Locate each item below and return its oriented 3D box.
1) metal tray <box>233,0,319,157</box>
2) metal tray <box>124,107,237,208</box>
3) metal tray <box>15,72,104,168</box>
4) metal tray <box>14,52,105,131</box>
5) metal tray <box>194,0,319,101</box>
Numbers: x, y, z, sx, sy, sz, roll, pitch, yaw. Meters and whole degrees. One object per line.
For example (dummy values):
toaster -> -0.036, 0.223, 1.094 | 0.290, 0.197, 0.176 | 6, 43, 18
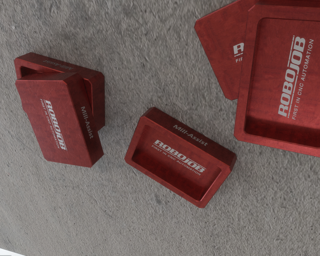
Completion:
metal tray -> 0.119, -0.041, 0.275 | 0.090, 0.030, 0.129 | 12, 124, 21
metal tray -> 0.024, 0.041, 0.416 | 0.130, 0.030, 0.089 | 31, 128, 8
metal tray -> -0.137, -0.010, 0.430 | 0.090, 0.030, 0.129 | 4, 121, 26
metal tray -> -0.144, -0.049, 0.448 | 0.130, 0.030, 0.089 | 18, 126, 17
metal tray -> 0.109, -0.087, 0.292 | 0.130, 0.030, 0.090 | -16, 110, 34
